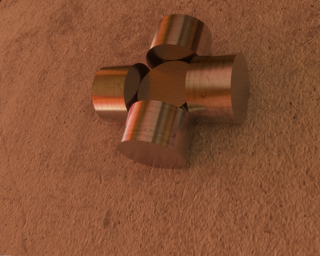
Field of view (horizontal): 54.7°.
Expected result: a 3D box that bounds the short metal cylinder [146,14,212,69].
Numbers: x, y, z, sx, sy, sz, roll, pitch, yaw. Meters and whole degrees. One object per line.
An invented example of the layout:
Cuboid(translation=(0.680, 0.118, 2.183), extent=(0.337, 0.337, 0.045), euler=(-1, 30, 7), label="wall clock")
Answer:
Cuboid(translation=(0.026, -0.105, 0.419), extent=(0.080, 0.080, 0.050), euler=(2, 63, 28), label="short metal cylinder")

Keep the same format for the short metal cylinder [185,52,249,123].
Cuboid(translation=(0.069, -0.046, 0.361), extent=(0.050, 0.080, 0.080), euler=(2, 63, 29), label="short metal cylinder")

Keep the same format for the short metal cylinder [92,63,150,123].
Cuboid(translation=(-0.046, -0.047, 0.422), extent=(0.050, 0.080, 0.080), euler=(2, 63, 29), label="short metal cylinder")

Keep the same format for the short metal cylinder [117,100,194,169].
Cuboid(translation=(-0.004, 0.010, 0.364), extent=(0.080, 0.080, 0.050), euler=(0, 62, 28), label="short metal cylinder")

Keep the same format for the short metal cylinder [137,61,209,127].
Cuboid(translation=(0.018, -0.040, 0.404), extent=(0.080, 0.050, 0.080), euler=(-13, 56, 20), label="short metal cylinder")
